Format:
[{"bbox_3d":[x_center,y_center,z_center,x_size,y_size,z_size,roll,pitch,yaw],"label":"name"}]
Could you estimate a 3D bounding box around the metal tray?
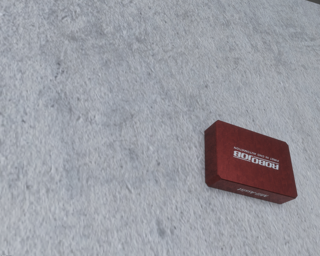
[{"bbox_3d":[0.127,0.049,0.438,0.131,0.030,0.090,17,55,-19],"label":"metal tray"}]
